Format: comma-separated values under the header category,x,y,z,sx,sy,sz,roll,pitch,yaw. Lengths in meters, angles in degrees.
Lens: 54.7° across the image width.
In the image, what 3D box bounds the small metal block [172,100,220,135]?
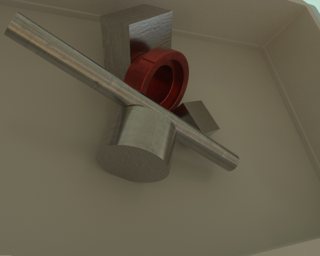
category,x,y,z,sx,sy,sz,roll,pitch,yaw
small metal block,0.050,-0.010,0.431,0.050,0.025,0.050,-13,67,-53

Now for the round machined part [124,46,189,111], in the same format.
category,x,y,z,sx,sy,sz,roll,pitch,yaw
round machined part,-0.009,-0.058,0.401,0.042,0.097,0.099,28,44,30

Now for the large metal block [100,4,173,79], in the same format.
category,x,y,z,sx,sy,sz,roll,pitch,yaw
large metal block,-0.029,-0.113,0.416,0.050,0.079,0.081,27,43,31

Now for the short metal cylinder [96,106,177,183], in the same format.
category,x,y,z,sx,sy,sz,roll,pitch,yaw
short metal cylinder,-0.025,0.020,0.346,0.080,0.080,0.050,23,54,-15

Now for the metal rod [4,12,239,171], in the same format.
category,x,y,z,sx,sy,sz,roll,pitch,yaw
metal rod,-0.020,-0.025,0.347,0.301,0.025,0.025,32,50,-26
